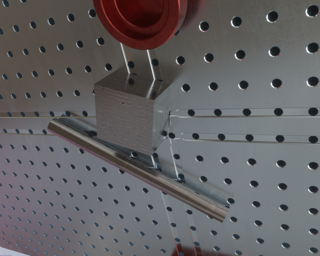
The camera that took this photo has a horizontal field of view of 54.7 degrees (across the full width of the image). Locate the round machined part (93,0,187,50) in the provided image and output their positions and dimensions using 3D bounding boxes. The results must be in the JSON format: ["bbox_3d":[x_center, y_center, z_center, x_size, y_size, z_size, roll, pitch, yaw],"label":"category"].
[{"bbox_3d":[-0.017,-0.135,0.321,0.098,0.042,0.097,16,132,19],"label":"round machined part"}]

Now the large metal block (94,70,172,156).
[{"bbox_3d":[-0.035,-0.021,0.401,0.080,0.050,0.079,16,125,18],"label":"large metal block"}]

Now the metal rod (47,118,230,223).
[{"bbox_3d":[-0.040,0.059,0.468,0.301,0.025,0.025,26,128,12],"label":"metal rod"}]
